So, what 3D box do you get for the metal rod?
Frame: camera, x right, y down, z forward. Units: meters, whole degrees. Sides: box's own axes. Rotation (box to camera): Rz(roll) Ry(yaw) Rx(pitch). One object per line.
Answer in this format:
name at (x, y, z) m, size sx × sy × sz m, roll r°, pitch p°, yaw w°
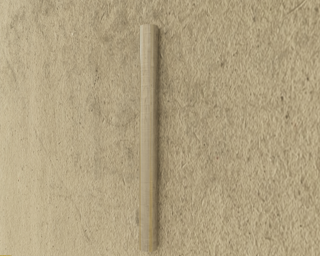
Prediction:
metal rod at (-0.015, 0.013, 0.417) m, size 0.025 × 0.025 × 0.298 m, roll 0°, pitch 90°, yaw 39°
